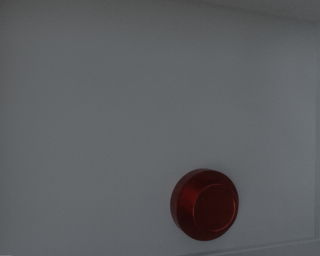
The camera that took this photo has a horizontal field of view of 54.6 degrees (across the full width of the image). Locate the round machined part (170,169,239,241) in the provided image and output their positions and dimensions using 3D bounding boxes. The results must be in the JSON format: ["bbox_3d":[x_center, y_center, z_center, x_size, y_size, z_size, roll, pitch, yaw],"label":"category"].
[{"bbox_3d":[0.067,0.107,0.426,0.099,0.042,0.097,0,90,-20],"label":"round machined part"}]
